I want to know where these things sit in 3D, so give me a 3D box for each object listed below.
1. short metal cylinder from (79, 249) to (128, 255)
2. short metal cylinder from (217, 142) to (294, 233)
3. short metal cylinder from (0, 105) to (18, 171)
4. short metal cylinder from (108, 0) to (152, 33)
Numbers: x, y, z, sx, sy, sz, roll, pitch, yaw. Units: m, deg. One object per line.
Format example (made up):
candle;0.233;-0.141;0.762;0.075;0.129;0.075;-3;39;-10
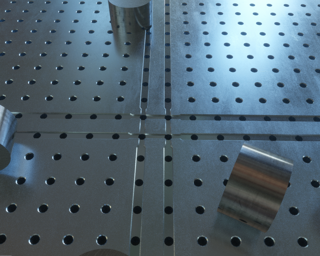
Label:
short metal cylinder;-0.049;0.152;0.263;0.081;0.050;0.080;0;50;0
short metal cylinder;0.098;0.060;0.323;0.050;0.080;0.080;22;53;17
short metal cylinder;-0.213;0.011;0.360;0.081;0.080;0.050;-5;51;-5
short metal cylinder;-0.054;-0.221;0.577;0.081;0.050;0.080;0;50;0
